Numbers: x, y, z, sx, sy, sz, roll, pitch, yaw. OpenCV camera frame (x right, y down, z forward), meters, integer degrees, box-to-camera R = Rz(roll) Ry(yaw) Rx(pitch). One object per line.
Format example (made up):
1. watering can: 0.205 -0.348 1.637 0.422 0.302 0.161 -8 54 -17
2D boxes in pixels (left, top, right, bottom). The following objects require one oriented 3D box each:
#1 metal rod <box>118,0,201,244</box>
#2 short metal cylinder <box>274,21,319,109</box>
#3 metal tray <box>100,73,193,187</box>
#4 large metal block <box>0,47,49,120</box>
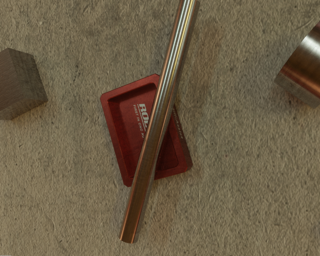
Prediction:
1. metal rod: -0.002 -0.005 0.376 0.025 0.025 0.298 16 95 19
2. short metal cylinder: 0.165 -0.066 0.322 0.050 0.080 0.080 40 102 15
3. metal tray: -0.019 0.004 0.411 0.090 0.030 0.129 -18 84 18
4. large metal block: -0.231 -0.064 0.475 0.080 0.050 0.080 -23 83 18
